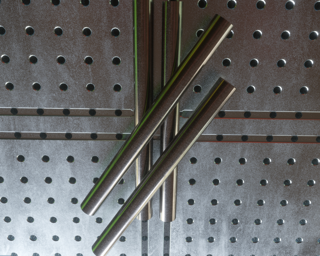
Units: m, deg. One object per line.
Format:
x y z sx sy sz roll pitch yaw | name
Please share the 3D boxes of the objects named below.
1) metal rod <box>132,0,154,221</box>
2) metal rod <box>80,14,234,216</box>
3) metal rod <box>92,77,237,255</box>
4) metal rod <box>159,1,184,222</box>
-0.022 -0.010 0.410 0.025 0.025 0.298 1 110 0 | metal rod
-0.013 -0.004 0.386 0.025 0.025 0.299 33 107 -11 | metal rod
-0.003 0.062 0.409 0.025 0.025 0.299 33 106 -11 | metal rod
0.013 -0.007 0.411 0.025 0.025 0.298 1 110 0 | metal rod
